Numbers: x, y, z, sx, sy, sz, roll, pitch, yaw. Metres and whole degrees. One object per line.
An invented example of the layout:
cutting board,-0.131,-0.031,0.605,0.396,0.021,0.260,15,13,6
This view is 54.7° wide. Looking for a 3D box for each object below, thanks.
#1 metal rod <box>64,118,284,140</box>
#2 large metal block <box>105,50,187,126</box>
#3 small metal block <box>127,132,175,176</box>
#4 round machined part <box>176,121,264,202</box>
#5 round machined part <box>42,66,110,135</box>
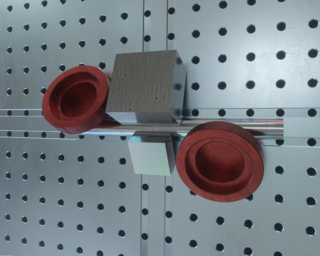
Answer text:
metal rod,0.002,0.000,0.412,0.301,0.025,0.025,1,90,19
large metal block,-0.015,-0.049,0.393,0.080,0.050,0.080,1,72,20
small metal block,-0.010,0.034,0.406,0.050,0.025,0.050,1,119,20
round machined part,0.071,0.036,0.365,0.098,0.042,0.097,8,118,16
round machined part,-0.108,-0.035,0.428,0.098,0.042,0.098,-8,62,15
